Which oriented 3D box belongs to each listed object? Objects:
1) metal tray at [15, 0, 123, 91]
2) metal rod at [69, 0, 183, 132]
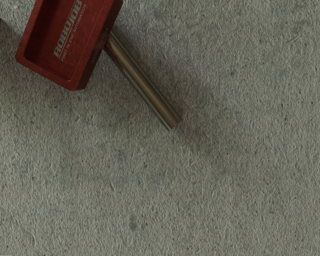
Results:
[{"bbox_3d":[-0.114,-0.123,0.387,0.090,0.030,0.129,29,103,5],"label":"metal tray"},{"bbox_3d":[-0.072,-0.121,0.409,0.025,0.025,0.300,-38,90,0],"label":"metal rod"}]
